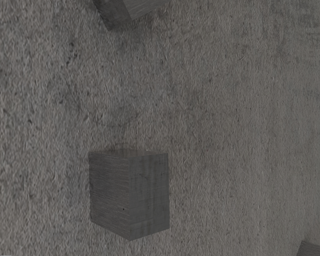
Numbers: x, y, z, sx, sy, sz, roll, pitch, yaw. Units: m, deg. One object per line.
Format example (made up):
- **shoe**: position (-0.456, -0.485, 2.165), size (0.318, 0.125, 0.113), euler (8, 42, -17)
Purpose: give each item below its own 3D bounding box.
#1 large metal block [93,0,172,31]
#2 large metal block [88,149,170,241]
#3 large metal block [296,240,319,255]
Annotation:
- **large metal block**: position (-0.036, -0.170, 0.357), size (0.080, 0.050, 0.080), euler (-40, 115, -32)
- **large metal block**: position (-0.036, 0.066, 0.339), size (0.050, 0.080, 0.079), euler (-2, 92, -40)
- **large metal block**: position (0.332, 0.295, 0.648), size (0.050, 0.080, 0.080), euler (51, 60, -28)
